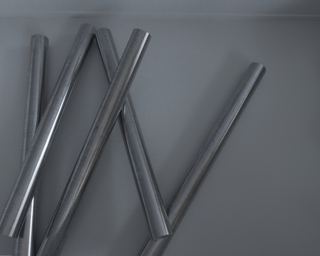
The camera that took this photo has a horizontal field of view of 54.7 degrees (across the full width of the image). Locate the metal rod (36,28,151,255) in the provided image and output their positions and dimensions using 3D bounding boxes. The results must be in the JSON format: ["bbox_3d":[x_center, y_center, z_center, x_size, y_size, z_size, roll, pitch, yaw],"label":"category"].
[{"bbox_3d":[-0.077,0.017,0.375,0.025,0.025,0.299,21,81,7],"label":"metal rod"}]

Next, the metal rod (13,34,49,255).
[{"bbox_3d":[-0.166,0.010,0.404,0.025,0.025,0.299,-4,70,-2],"label":"metal rod"}]

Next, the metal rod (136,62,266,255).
[{"bbox_3d":[0.061,0.035,0.396,0.025,0.025,0.300,30,73,10],"label":"metal rod"}]

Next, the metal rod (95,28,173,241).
[{"bbox_3d":[-0.041,-0.010,0.399,0.025,0.025,0.299,-16,66,-6],"label":"metal rod"}]

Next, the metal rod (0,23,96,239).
[{"bbox_3d":[-0.136,-0.016,0.397,0.025,0.025,0.300,11,64,4],"label":"metal rod"}]
